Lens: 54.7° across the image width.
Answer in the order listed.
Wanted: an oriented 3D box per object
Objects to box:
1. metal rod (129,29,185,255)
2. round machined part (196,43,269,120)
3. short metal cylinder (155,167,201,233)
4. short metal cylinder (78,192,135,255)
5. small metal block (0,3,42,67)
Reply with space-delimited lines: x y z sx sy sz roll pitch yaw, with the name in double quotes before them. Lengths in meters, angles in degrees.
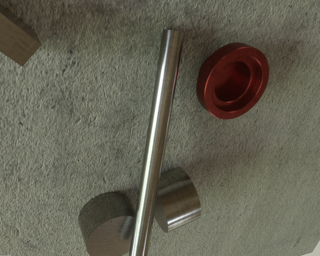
"metal rod" -0.007 0.034 0.385 0.025 0.025 0.298 1 106 -29
"round machined part" 0.090 -0.063 0.405 0.099 0.042 0.097 -14 124 -21
"short metal cylinder" 0.017 0.101 0.443 0.050 0.080 0.079 -18 126 -18
"short metal cylinder" -0.070 0.138 0.438 0.081 0.050 0.079 -14 124 -21
"small metal block" -0.134 -0.085 0.265 0.025 0.050 0.050 -47 129 5
